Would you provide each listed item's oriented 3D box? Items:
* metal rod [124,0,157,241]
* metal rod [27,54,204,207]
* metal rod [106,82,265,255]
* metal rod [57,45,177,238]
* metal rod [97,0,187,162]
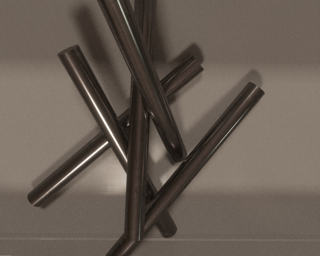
[{"bbox_3d":[-0.024,-0.010,0.373,0.025,0.025,0.298,3,97,-2],"label":"metal rod"},{"bbox_3d":[-0.067,0.011,0.414,0.300,0.025,0.025,-39,106,13],"label":"metal rod"},{"bbox_3d":[0.030,0.065,0.408,0.025,0.025,0.299,38,95,-13],"label":"metal rod"},{"bbox_3d":[-0.042,0.036,0.401,0.025,0.025,0.299,-21,118,7],"label":"metal rod"},{"bbox_3d":[-0.016,-0.056,0.318,0.025,0.025,0.299,-18,137,6],"label":"metal rod"}]
